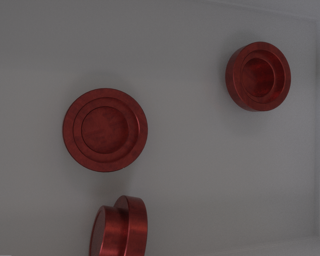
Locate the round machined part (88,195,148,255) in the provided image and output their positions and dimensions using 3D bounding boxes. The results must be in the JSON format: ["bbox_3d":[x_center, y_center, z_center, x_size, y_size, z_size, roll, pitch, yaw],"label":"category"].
[{"bbox_3d":[-0.052,0.126,0.353,0.042,0.098,0.098,15,85,-19],"label":"round machined part"}]

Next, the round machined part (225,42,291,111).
[{"bbox_3d":[0.137,-0.072,0.452,0.099,0.042,0.097,0,90,-20],"label":"round machined part"}]

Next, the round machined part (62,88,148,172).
[{"bbox_3d":[-0.068,0.003,0.376,0.099,0.042,0.097,0,90,-20],"label":"round machined part"}]
